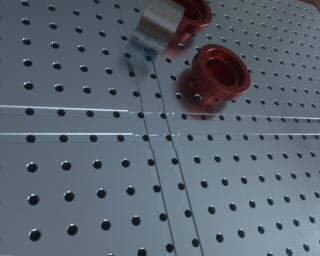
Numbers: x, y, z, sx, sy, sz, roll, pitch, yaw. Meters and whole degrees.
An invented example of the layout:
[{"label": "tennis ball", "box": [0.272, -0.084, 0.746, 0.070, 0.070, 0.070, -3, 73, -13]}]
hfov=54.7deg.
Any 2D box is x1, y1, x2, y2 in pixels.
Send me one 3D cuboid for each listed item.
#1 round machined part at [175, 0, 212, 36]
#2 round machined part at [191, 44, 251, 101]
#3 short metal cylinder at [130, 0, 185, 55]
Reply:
[{"label": "round machined part", "box": [0.039, -0.202, 0.543, 0.099, 0.042, 0.098, 14, 56, -21]}, {"label": "round machined part", "box": [0.094, -0.084, 0.501, 0.099, 0.042, 0.098, 14, 56, -21]}, {"label": "short metal cylinder", "box": [-0.004, -0.158, 0.468, 0.050, 0.080, 0.080, 26, 52, -13]}]
